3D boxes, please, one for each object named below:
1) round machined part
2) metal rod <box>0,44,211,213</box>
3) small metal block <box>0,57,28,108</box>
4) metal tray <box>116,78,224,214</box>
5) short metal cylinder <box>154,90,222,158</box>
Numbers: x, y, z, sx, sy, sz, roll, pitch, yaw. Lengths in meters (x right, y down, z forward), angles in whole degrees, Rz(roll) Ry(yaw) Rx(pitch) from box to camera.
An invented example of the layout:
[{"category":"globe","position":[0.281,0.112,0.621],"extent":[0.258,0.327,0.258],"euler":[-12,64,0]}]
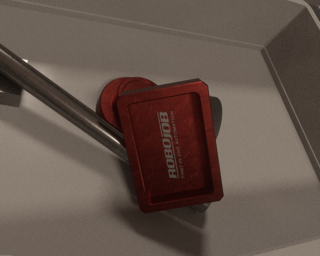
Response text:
[{"category":"round machined part","position":[-0.028,-0.026,0.397],"extent":[0.099,0.042,0.098],"euler":[14,56,-21]},{"category":"metal rod","position":[-0.063,0.005,0.350],"extent":[0.301,0.025,0.025],"euler":[37,51,-11]},{"category":"small metal block","position":[-0.179,-0.054,0.343],"extent":[0.050,0.025,0.050],"euler":[10,57,-23]},{"category":"metal tray","position":[0.012,0.020,0.327],"extent":[0.091,0.030,0.129],"euler":[-10,105,2]},{"category":"short metal cylinder","position":[0.037,-0.005,0.386],"extent":[0.050,0.079,0.080],"euler":[18,43,31]}]
